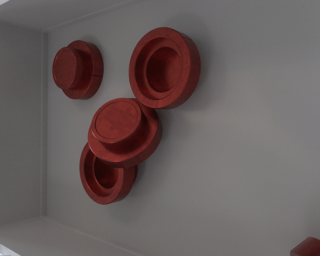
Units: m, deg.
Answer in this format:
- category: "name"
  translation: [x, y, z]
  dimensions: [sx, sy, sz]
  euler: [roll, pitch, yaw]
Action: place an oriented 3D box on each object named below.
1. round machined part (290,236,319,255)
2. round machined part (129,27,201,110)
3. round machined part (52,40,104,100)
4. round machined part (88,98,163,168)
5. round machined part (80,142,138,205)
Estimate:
- category: "round machined part"
  translation: [0.155, 0.127, 0.244]
  dimensions: [0.042, 0.098, 0.098]
  euler: [-35, 63, -4]
- category: "round machined part"
  translation: [0.010, -0.072, 0.387]
  dimensions: [0.098, 0.042, 0.097]
  euler: [0, 90, 40]
- category: "round machined part"
  translation: [-0.141, -0.096, 0.513]
  dimensions: [0.098, 0.042, 0.097]
  euler: [0, 90, 40]
- category: "round machined part"
  translation: [-0.050, -0.001, 0.405]
  dimensions: [0.098, 0.042, 0.098]
  euler: [-8, 57, 13]
- category: "round machined part"
  translation: [-0.072, 0.060, 0.455]
  dimensions: [0.098, 0.042, 0.097]
  euler: [0, 90, 40]
